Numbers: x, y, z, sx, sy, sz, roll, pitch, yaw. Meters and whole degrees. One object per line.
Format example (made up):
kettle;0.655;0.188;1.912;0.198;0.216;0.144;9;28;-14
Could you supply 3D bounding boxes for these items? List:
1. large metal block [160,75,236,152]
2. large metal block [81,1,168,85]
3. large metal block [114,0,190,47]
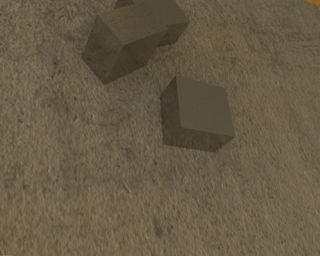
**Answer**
large metal block;0.049;-0.018;0.427;0.081;0.050;0.080;10;57;-23
large metal block;-0.048;-0.113;0.413;0.081;0.080;0.050;-34;81;-38
large metal block;-0.014;-0.176;0.489;0.081;0.050;0.080;-21;73;-36
